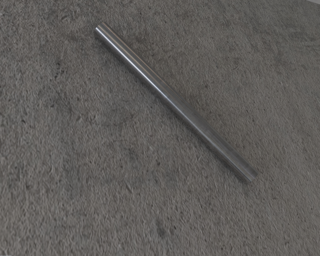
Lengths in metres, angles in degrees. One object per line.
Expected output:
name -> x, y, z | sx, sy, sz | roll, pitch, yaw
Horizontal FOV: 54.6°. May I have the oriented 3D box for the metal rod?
metal rod -> 0.021, -0.037, 0.436 | 0.300, 0.025, 0.025 | 45, 51, 3
